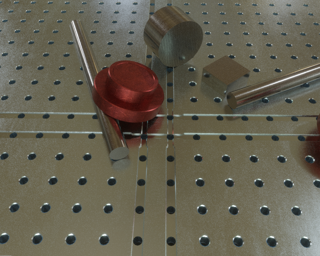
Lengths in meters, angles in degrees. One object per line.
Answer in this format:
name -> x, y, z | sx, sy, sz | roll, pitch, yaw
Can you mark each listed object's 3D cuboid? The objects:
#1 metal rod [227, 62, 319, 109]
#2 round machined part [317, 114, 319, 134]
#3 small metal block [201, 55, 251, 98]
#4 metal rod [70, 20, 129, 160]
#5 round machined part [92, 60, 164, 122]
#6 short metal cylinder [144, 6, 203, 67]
metal rod -> 0.239, -0.087, 0.481 | 0.302, 0.025, 0.025 | -19, 53, -16
round machined part -> 0.250, 0.006, 0.393 | 0.099, 0.042, 0.098 | 0, 50, 0
small metal block -> 0.100, -0.080, 0.475 | 0.050, 0.025, 0.050 | -32, 57, -24
metal rod -> -0.100, -0.077, 0.471 | 0.025, 0.025, 0.300 | -15, 52, -13
round machined part -> -0.041, -0.056, 0.425 | 0.099, 0.042, 0.098 | 13, 42, -12
short metal cylinder -> 0.021, -0.145, 0.494 | 0.081, 0.080, 0.050 | -23, 54, -18
